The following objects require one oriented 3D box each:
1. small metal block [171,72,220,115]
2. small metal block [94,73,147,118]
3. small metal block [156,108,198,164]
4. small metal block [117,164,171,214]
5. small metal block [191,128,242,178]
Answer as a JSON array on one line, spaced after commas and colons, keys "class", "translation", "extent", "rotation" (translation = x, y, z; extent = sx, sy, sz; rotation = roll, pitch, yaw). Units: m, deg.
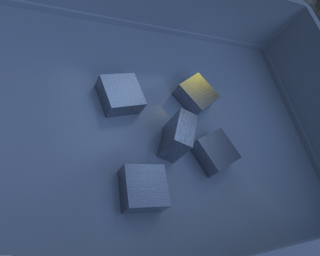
[{"class": "small metal block", "translation": [0.054, -0.050, 0.467], "extent": [0.050, 0.025, 0.050], "rotation": [49, 51, 6]}, {"class": "small metal block", "translation": [-0.052, -0.043, 0.406], "extent": [0.050, 0.025, 0.050], "rotation": [-9, 67, -32]}, {"class": "small metal block", "translation": [0.022, 0.010, 0.397], "extent": [0.025, 0.050, 0.050], "rotation": [24, 53, -14]}, {"class": "small metal block", "translation": [-0.019, 0.069, 0.355], "extent": [0.050, 0.025, 0.050], "rotation": [5, 60, -26]}, {"class": "small metal block", "translation": [0.076, 0.034, 0.428], "extent": [0.050, 0.025, 0.050], "rotation": [-23, 74, -37]}]
